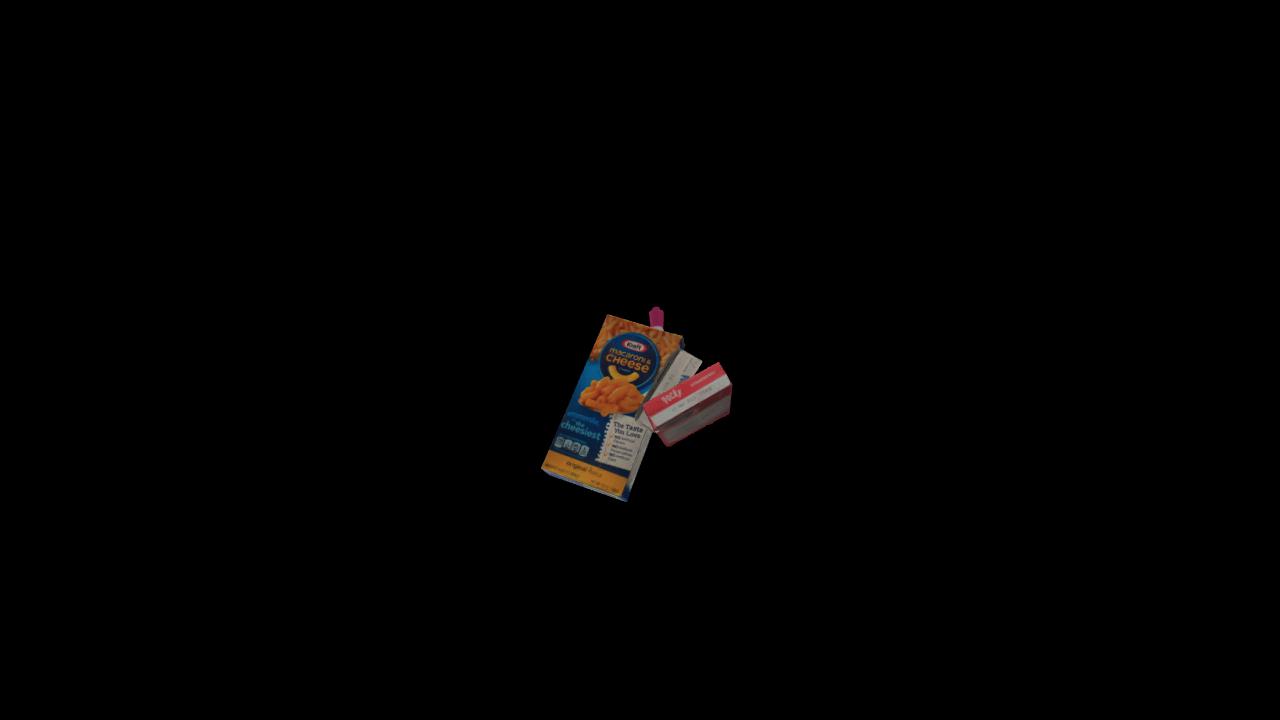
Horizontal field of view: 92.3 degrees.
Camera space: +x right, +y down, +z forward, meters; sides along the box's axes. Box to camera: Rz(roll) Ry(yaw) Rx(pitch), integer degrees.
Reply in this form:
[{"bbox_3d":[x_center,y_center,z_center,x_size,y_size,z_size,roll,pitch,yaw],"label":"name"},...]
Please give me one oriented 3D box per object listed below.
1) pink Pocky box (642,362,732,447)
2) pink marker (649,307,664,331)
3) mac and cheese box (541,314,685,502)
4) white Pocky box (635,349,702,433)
[{"bbox_3d":[0.052,0.051,0.634,0.084,0.029,0.155,-29,-16,-1],"label":"pink Pocky box"},{"bbox_3d":[0.023,-0.009,0.752,0.020,0.121,0.020,-2,-21,-1],"label":"pink marker"},{"bbox_3d":[-0.025,0.048,0.657,0.093,0.184,0.041,16,-18,16],"label":"mac and cheese box"},{"bbox_3d":[0.025,0.029,0.649,0.028,0.084,0.154,31,-1,-1],"label":"white Pocky box"}]
